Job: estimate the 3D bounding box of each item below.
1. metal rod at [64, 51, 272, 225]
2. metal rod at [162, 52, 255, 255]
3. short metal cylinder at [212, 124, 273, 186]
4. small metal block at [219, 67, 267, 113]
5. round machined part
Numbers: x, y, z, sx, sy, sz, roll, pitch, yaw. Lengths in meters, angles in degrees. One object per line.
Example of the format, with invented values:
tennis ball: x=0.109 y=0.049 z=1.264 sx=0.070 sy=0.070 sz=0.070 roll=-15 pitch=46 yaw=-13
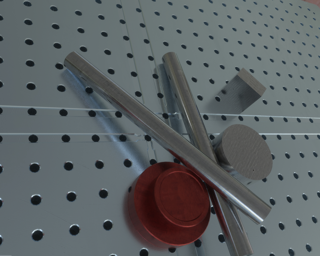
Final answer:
metal rod: x=-0.001 y=0.003 z=0.369 sx=0.300 sy=0.025 sz=0.025 roll=39 pitch=50 yaw=12
metal rod: x=0.052 y=0.014 z=0.408 sx=0.025 sy=0.025 sz=0.299 roll=1 pitch=55 yaw=-28
short metal cylinder: x=0.104 y=0.041 z=0.423 sx=0.081 sy=0.050 sz=0.080 roll=14 pitch=56 yaw=-21
small metal block: x=0.133 y=-0.060 z=0.500 sx=0.050 sy=0.050 sz=0.025 roll=42 pitch=51 yaw=1
round machined part: x=0.017 y=0.083 z=0.355 sx=0.099 sy=0.042 sz=0.098 roll=13 pitch=56 yaw=-21
